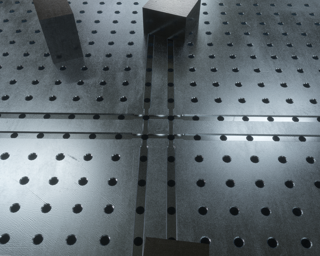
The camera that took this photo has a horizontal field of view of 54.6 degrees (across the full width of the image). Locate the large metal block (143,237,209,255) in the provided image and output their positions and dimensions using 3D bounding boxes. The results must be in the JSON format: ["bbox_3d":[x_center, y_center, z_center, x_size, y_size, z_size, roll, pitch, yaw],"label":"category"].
[{"bbox_3d":[0.009,0.145,0.250,0.050,0.080,0.080,5,50,4],"label":"large metal block"}]

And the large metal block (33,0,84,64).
[{"bbox_3d":[-0.168,-0.167,0.512,0.050,0.080,0.080,-18,52,-14],"label":"large metal block"}]

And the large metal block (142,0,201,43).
[{"bbox_3d":[0.023,-0.208,0.567,0.080,0.050,0.080,18,52,14],"label":"large metal block"}]
